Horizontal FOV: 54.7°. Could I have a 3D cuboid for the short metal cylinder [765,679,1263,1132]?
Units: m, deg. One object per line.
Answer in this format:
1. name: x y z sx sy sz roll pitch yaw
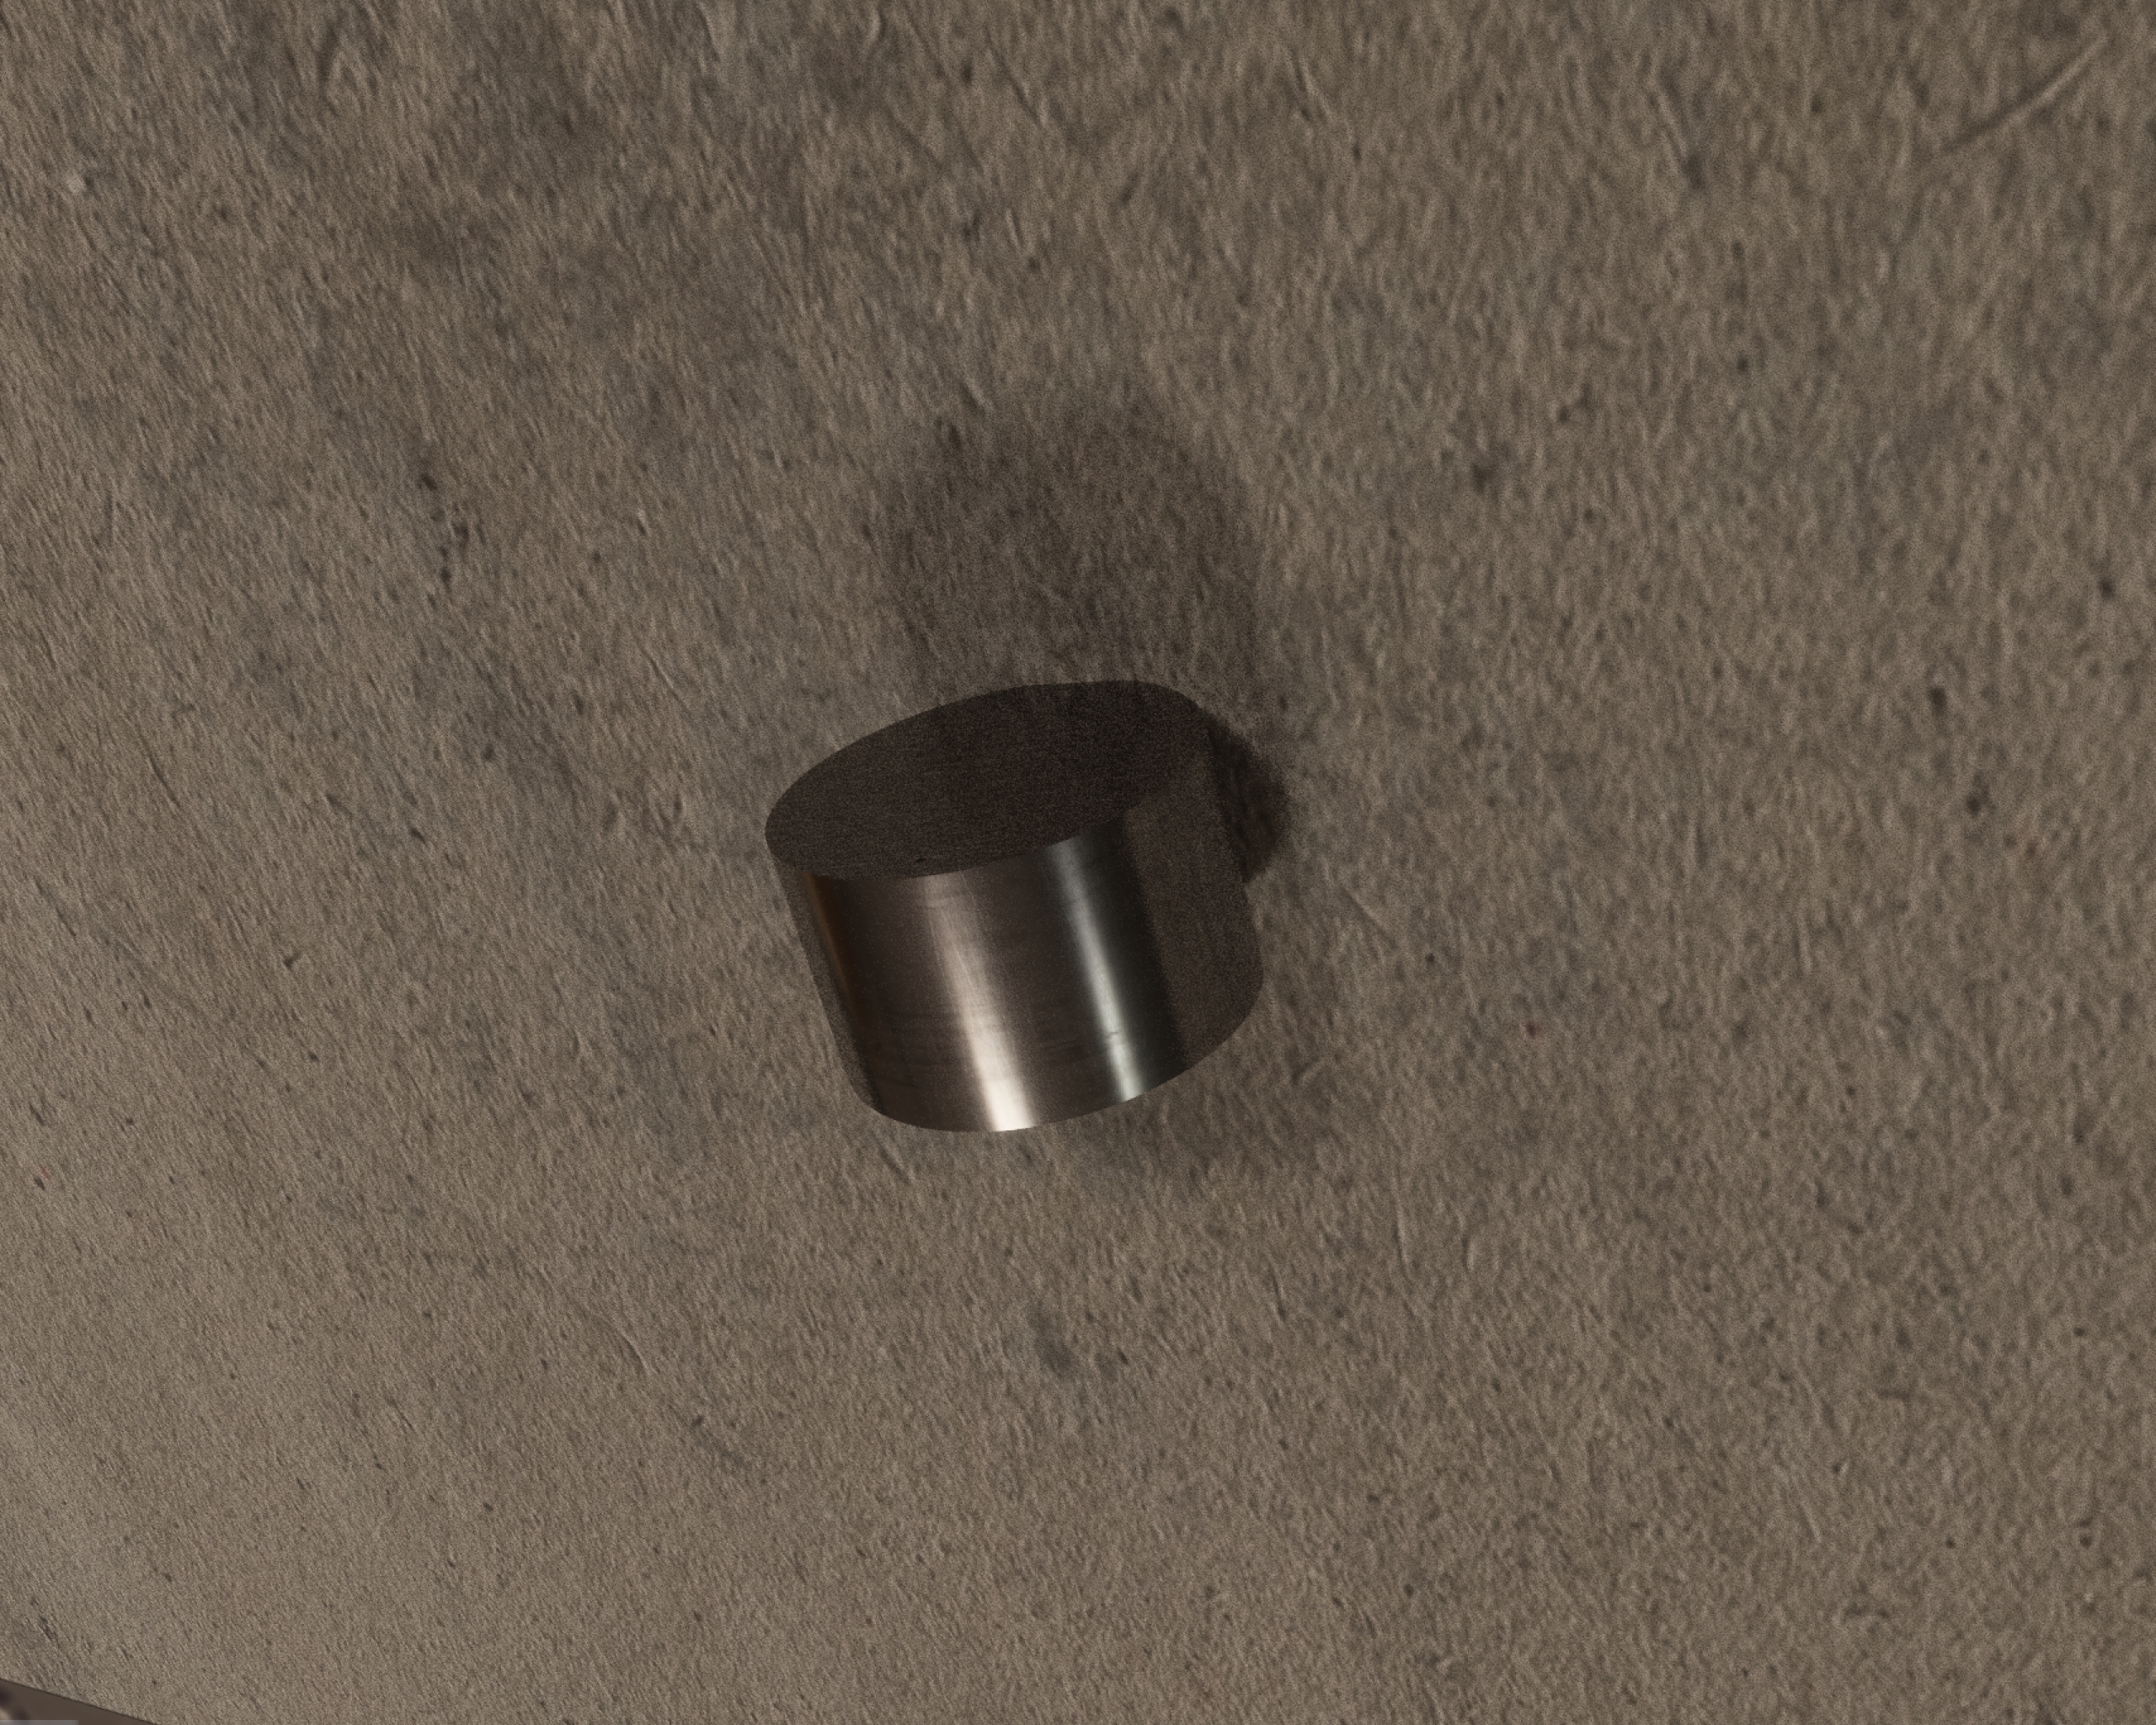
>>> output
1. short metal cylinder: -0.011 0.006 0.381 0.080 0.080 0.050 -1 118 28
